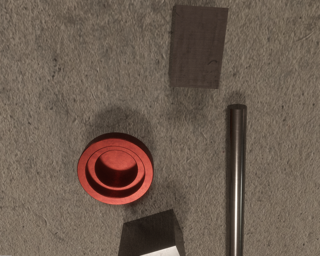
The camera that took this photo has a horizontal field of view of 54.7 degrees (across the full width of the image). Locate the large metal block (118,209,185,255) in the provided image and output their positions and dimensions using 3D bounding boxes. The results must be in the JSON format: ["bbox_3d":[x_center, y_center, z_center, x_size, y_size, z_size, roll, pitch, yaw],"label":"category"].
[{"bbox_3d":[-0.010,0.170,0.443,0.080,0.080,0.050,-18,109,6],"label":"large metal block"}]

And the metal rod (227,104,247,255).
[{"bbox_3d":[0.111,0.112,0.452,0.025,0.025,0.298,-4,110,1],"label":"metal rod"}]

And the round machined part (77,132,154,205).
[{"bbox_3d":[-0.058,0.051,0.419,0.099,0.042,0.097,0,110,-1],"label":"round machined part"}]

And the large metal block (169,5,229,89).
[{"bbox_3d":[0.038,-0.093,0.347,0.050,0.080,0.079,3,110,-2],"label":"large metal block"}]
